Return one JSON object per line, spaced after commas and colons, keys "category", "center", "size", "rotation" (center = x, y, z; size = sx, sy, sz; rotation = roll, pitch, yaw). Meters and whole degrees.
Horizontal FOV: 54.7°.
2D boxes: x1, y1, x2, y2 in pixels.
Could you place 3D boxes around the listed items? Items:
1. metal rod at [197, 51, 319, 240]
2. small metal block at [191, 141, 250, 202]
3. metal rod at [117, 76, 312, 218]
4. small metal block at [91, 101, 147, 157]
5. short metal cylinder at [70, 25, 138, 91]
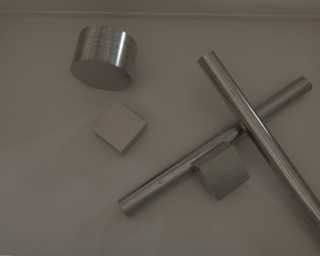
{"category": "metal rod", "center": [0.139, 0.032, 0.379], "size": [0.025, 0.025, 0.299], "rotation": [-31, 81, -11]}
{"category": "small metal block", "center": [0.074, 0.052, 0.379], "size": [0.050, 0.025, 0.050], "rotation": [-33, 106, -12]}
{"category": "metal rod", "center": [0.079, 0.018, 0.403], "size": [0.301, 0.025, 0.025], "rotation": [-33, 74, -12]}
{"category": "small metal block", "center": [-0.053, 0.001, 0.409], "size": [0.050, 0.025, 0.050], "rotation": [36, 74, 12]}
{"category": "short metal cylinder", "center": [-0.073, -0.091, 0.413], "size": [0.080, 0.080, 0.050], "rotation": [7, 70, 2]}
